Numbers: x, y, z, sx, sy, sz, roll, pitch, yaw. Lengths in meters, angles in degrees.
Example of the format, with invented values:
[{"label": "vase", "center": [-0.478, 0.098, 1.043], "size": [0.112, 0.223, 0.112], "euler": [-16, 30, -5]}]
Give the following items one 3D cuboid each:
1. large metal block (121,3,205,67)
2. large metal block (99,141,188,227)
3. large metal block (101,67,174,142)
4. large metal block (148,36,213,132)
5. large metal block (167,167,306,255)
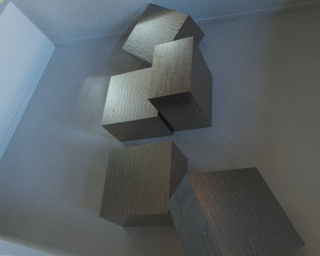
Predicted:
[{"label": "large metal block", "center": [0.004, -0.126, 0.454], "size": [0.080, 0.050, 0.080], "euler": [34, 92, 37]}, {"label": "large metal block", "center": [-0.016, 0.066, 0.356], "size": [0.080, 0.050, 0.080], "euler": [-10, 58, 23]}, {"label": "large metal block", "center": [-0.026, -0.032, 0.421], "size": [0.080, 0.050, 0.080], "euler": [-8, 58, 23]}, {"label": "large metal block", "center": [0.029, -0.052, 0.386], "size": [0.050, 0.080, 0.080], "euler": [-8, 58, 24]}, {"label": "large metal block", "center": [0.063, 0.085, 0.277], "size": [0.050, 0.081, 0.080], "euler": [-65, 37, 41]}]
